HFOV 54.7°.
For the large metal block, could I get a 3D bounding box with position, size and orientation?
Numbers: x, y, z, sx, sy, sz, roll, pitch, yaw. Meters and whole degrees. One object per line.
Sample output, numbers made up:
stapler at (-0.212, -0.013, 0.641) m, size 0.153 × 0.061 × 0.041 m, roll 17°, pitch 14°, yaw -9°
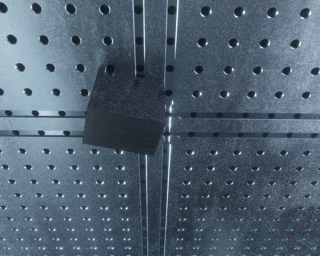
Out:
large metal block at (-0.040, -0.020, 0.358) m, size 0.081 × 0.080 × 0.050 m, roll 11°, pitch 129°, yaw -10°
